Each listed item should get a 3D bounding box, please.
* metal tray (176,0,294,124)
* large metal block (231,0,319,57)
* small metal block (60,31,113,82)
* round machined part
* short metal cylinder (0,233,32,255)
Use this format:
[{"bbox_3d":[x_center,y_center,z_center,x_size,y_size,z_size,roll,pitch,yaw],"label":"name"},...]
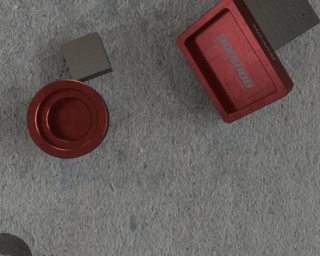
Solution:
[{"bbox_3d":[0.089,-0.081,0.382,0.090,0.030,0.130,-31,91,41],"label":"metal tray"},{"bbox_3d":[0.140,-0.141,0.399,0.080,0.050,0.080,-32,90,0],"label":"large metal block"},{"bbox_3d":[-0.096,-0.092,0.409,0.050,0.025,0.050,-20,90,0],"label":"small metal block"},{"bbox_3d":[-0.114,-0.011,0.401,0.099,0.042,0.097,0,90,0],"label":"round machined part"},{"bbox_3d":[-0.213,0.183,0.396,0.081,0.050,0.080,0,90,0],"label":"short metal cylinder"}]
